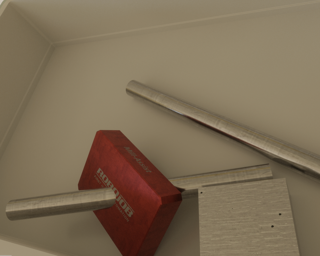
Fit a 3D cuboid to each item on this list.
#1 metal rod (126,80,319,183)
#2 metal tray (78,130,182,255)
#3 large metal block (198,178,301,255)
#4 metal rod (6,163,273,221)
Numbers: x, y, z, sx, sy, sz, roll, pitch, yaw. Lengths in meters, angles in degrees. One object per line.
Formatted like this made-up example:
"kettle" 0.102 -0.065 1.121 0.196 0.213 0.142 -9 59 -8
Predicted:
"metal rod" 0.066 -0.005 0.373 0.300 0.025 0.025 27 76 36
"metal tray" -0.041 0.072 0.351 0.130 0.030 0.089 41 117 38
"large metal block" 0.083 0.097 0.286 0.080 0.050 0.080 -11 57 22
"metal rod" -0.032 0.074 0.345 0.301 0.025 0.025 -10 57 11
